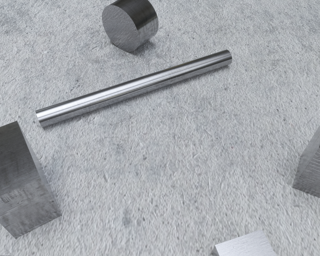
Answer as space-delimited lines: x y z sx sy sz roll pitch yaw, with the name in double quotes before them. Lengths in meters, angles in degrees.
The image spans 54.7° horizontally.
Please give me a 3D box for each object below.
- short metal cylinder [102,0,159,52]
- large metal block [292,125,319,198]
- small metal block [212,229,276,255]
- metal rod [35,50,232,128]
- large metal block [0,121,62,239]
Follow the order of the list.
"short metal cylinder" -0.049 -0.175 0.514 0.080 0.080 0.050 31 57 23
"large metal block" 0.202 0.041 0.335 0.080 0.080 0.050 21 53 17
"small metal block" 0.084 0.132 0.293 0.050 0.025 0.050 -14 51 -12
"metal rod" -0.026 -0.063 0.455 0.302 0.025 0.025 -21 53 -17
"large metal block" -0.149 0.054 0.321 0.050 0.080 0.080 -25 55 -19
